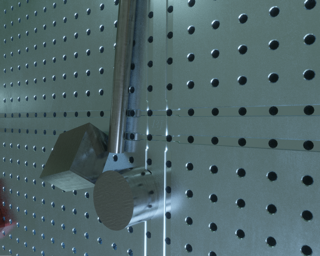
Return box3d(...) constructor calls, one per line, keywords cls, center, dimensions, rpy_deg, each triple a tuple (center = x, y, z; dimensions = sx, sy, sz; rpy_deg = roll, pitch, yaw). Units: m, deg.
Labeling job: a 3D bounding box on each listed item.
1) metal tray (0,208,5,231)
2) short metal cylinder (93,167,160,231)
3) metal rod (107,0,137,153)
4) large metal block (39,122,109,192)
box3d(cls="metal tray", center=(-0.430, 0.204, 0.762), dimensions=(0.090, 0.030, 0.130), rpy_deg=(-44, 64, 31))
box3d(cls="short metal cylinder", center=(-0.048, 0.096, 0.433), dimensions=(0.080, 0.050, 0.080), rpy_deg=(0, 90, 40))
box3d(cls="metal rod", center=(-0.053, -0.112, 0.453), dimensions=(0.025, 0.025, 0.298), rpy_deg=(9, 96, 39))
box3d(cls="large metal block", center=(-0.126, 0.046, 0.474), dimensions=(0.080, 0.050, 0.080), rpy_deg=(-17, 46, 39))
